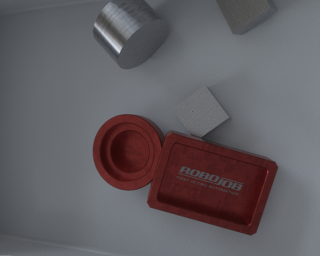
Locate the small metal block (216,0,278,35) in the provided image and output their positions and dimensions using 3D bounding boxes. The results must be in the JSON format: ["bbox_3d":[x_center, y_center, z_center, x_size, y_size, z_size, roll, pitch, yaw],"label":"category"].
[{"bbox_3d":[0.101,-0.146,0.365,0.050,0.025,0.050,-29,82,39],"label":"small metal block"}]

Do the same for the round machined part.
[{"bbox_3d":[-0.036,0.031,0.413,0.098,0.042,0.097,0,90,19],"label":"round machined part"}]

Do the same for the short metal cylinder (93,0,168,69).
[{"bbox_3d":[-0.037,-0.121,0.393,0.080,0.080,0.050,-45,77,14],"label":"short metal cylinder"}]

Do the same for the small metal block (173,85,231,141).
[{"bbox_3d":[0.053,-0.018,0.391,0.050,0.025,0.050,-37,78,16],"label":"small metal block"}]

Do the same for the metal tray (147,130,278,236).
[{"bbox_3d":[0.059,0.063,0.364,0.131,0.030,0.089,16,96,-1],"label":"metal tray"}]
